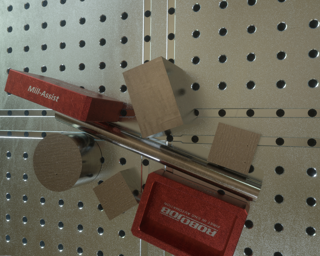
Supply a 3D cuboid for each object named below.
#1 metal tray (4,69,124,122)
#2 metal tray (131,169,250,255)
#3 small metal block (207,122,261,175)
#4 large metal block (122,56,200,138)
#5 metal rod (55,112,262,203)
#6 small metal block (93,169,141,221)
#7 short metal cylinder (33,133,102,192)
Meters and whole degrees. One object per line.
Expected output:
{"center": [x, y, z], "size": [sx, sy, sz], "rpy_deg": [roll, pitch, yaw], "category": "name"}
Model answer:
{"center": [-0.128, -0.043, 0.422], "size": [0.130, 0.090, 0.030], "rpy_deg": [20, 97, 19], "category": "metal tray"}
{"center": [0.036, 0.117, 0.396], "size": [0.130, 0.030, 0.089], "rpy_deg": [19, 97, 18], "category": "metal tray"}
{"center": [0.091, 0.024, 0.380], "size": [0.050, 0.025, 0.050], "rpy_deg": [18, 96, 19], "category": "small metal block"}
{"center": [0.005, -0.034, 0.383], "size": [0.050, 0.080, 0.080], "rpy_deg": [-20, 84, 19], "category": "large metal block"}
{"center": [-0.015, 0.028, 0.418], "size": [0.301, 0.025, 0.025], "rpy_deg": [21, 97, 18], "category": "metal rod"}
{"center": [-0.057, 0.093, 0.433], "size": [0.050, 0.025, 0.050], "rpy_deg": [-34, 79, 16], "category": "small metal block"}
{"center": [-0.132, 0.047, 0.445], "size": [0.080, 0.050, 0.080], "rpy_deg": [0, 90, 20], "category": "short metal cylinder"}
